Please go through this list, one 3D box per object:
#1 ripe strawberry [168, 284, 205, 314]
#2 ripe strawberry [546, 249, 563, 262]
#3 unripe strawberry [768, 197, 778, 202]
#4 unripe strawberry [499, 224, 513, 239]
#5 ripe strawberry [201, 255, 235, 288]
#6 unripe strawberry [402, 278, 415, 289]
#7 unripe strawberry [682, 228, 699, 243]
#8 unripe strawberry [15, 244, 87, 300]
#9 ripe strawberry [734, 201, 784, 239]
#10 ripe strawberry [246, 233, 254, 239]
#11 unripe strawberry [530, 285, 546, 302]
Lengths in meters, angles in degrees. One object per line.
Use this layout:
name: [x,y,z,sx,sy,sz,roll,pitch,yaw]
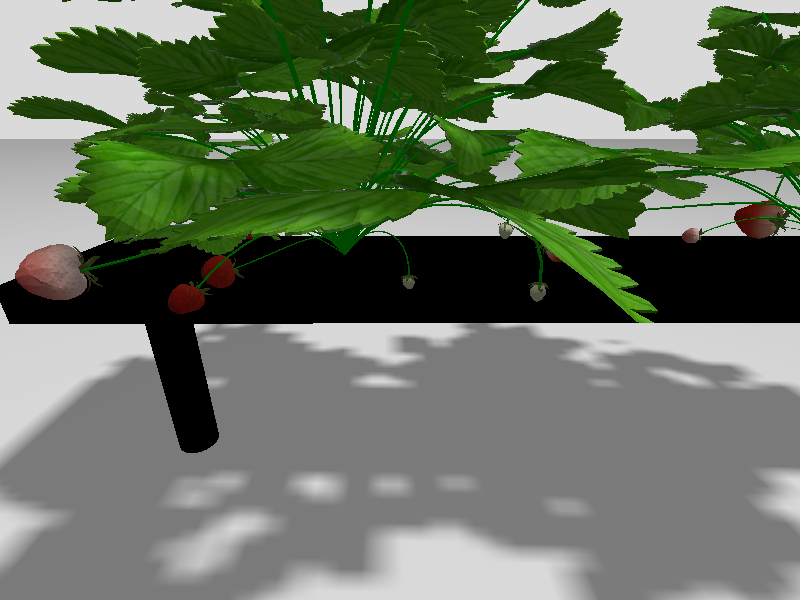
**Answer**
ripe strawberry: [-0.132,0.000,0.245,0.021,0.019,0.019,15,49,30]
ripe strawberry: [0.140,-0.046,0.341,0.030,0.029,0.027,11,24,2]
unripe strawberry: [0.497,-0.131,0.533,0.010,0.011,0.011,12,26,25]
unripe strawberry: [0.109,-0.071,0.416,0.015,0.015,0.014,-9,25,-19]
ripe strawberry: [-0.130,-0.020,0.285,0.020,0.023,0.022,21,32,40]
unripe strawberry: [0.006,-0.012,0.285,0.009,0.010,0.010,-15,28,-31]
unripe strawberry: [0.286,-0.063,0.395,0.014,0.015,0.013,-6,20,22]
unripe strawberry: [-0.228,-0.018,0.263,0.035,0.036,0.032,-14,27,-27]
ripe strawberry: [0.373,-0.085,0.420,0.037,0.039,0.040,-9,25,-19]
ripe strawberry: [-0.157,-0.079,0.407,0.035,0.034,0.038,11,26,25]
unripe strawberry: [0.086,-0.004,0.249,0.010,0.011,0.011,19,30,37]
